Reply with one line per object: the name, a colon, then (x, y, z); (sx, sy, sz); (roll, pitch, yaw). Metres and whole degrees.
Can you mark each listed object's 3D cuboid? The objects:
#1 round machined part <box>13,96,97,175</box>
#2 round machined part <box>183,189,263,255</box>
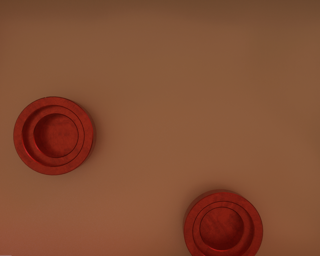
round machined part: (-0.131, 0.009, 0.402); (0.099, 0.042, 0.097); (0, 90, 0)
round machined part: (0.079, 0.128, 0.403); (0.099, 0.042, 0.097); (0, 90, 0)
